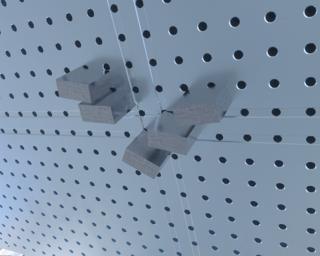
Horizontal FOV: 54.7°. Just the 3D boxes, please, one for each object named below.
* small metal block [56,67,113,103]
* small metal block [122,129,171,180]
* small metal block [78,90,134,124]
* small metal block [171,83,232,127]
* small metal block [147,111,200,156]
[{"bbox_3d":[-0.099,-0.058,0.409,0.050,0.050,0.025,12,123,21],"label":"small metal block"},{"bbox_3d":[-0.015,0.035,0.423,0.050,0.050,0.025,29,128,9],"label":"small metal block"},{"bbox_3d":[-0.071,-0.029,0.413,0.050,0.050,0.025,5,121,25],"label":"small metal block"},{"bbox_3d":[0.049,-0.026,0.352,0.050,0.050,0.025,-6,115,31],"label":"small metal block"},{"bbox_3d":[0.018,0.005,0.387,0.050,0.050,0.025,12,124,21],"label":"small metal block"}]
